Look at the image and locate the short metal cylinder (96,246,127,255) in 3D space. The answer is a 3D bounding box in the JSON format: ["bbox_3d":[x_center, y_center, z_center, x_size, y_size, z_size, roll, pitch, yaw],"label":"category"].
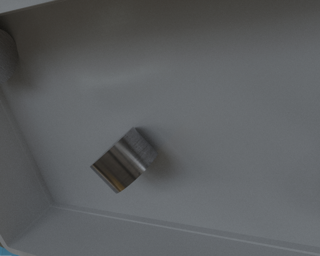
[{"bbox_3d":[-0.101,0.286,0.626,0.080,0.050,0.079,13,124,21],"label":"short metal cylinder"}]

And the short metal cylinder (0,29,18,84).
[{"bbox_3d":[-0.254,-0.105,0.442,0.050,0.080,0.079,15,125,20],"label":"short metal cylinder"}]

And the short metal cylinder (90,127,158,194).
[{"bbox_3d":[-0.049,0.043,0.426,0.050,0.080,0.080,47,129,-5],"label":"short metal cylinder"}]
